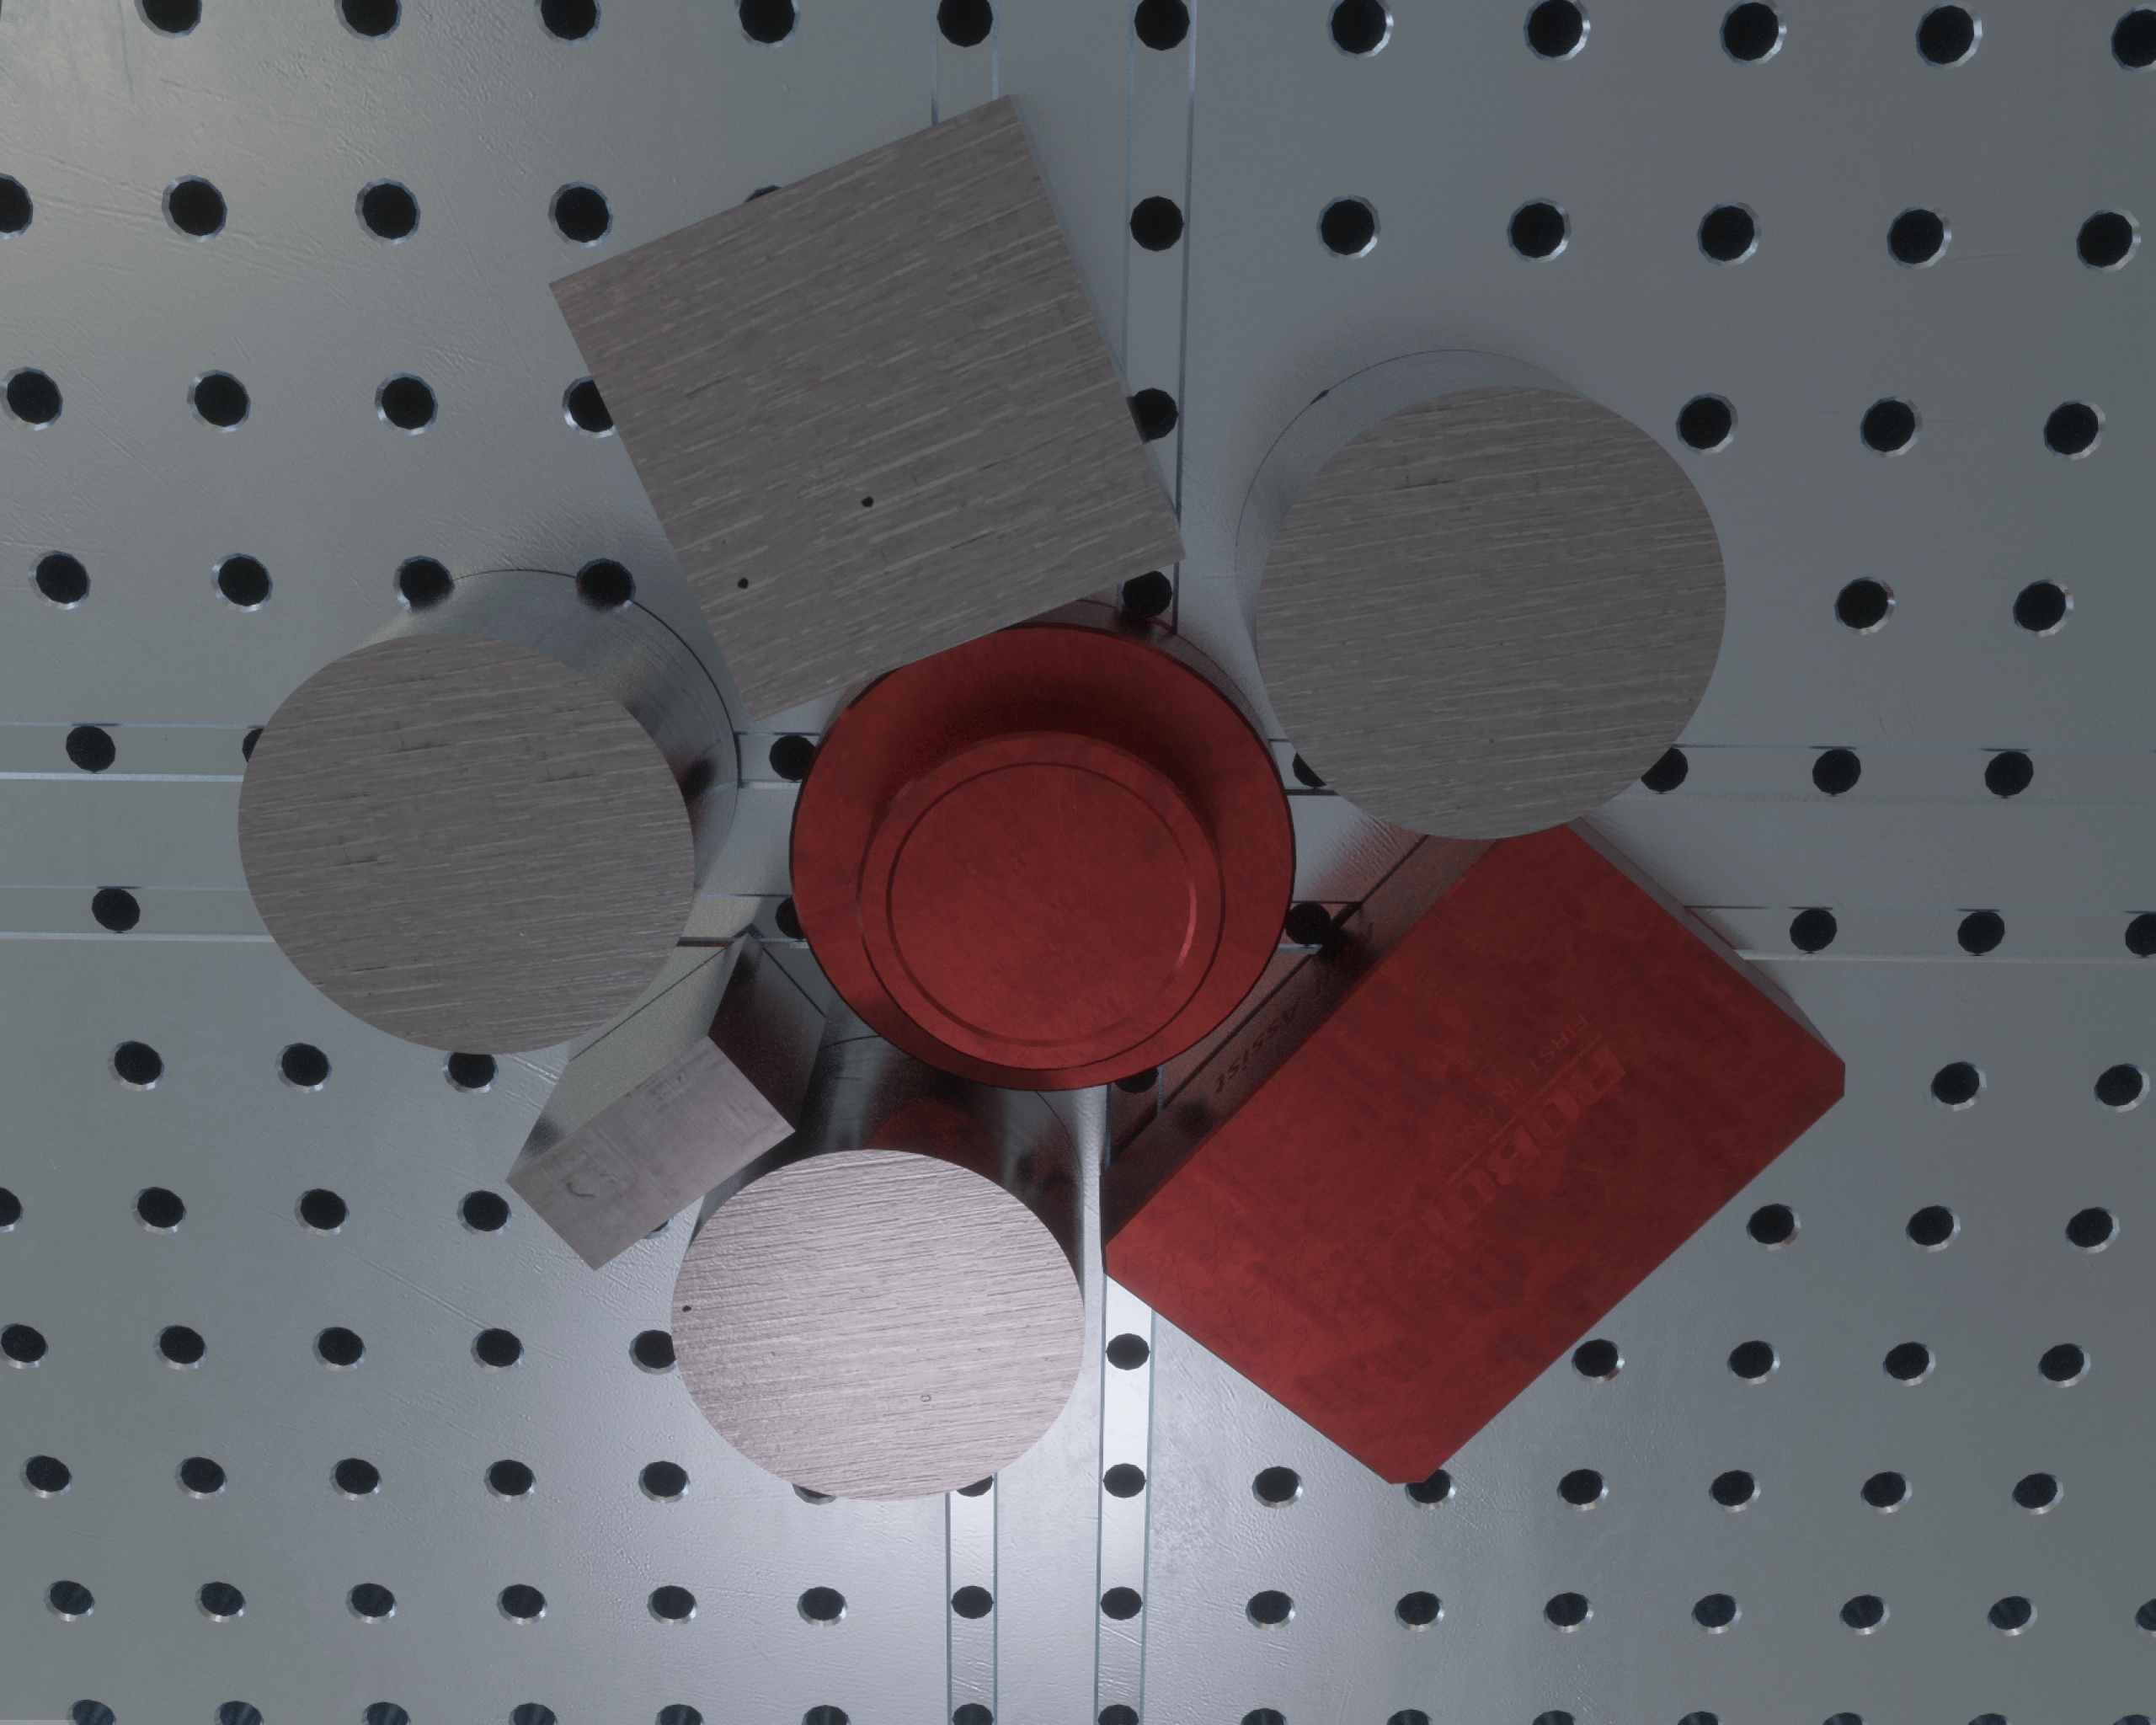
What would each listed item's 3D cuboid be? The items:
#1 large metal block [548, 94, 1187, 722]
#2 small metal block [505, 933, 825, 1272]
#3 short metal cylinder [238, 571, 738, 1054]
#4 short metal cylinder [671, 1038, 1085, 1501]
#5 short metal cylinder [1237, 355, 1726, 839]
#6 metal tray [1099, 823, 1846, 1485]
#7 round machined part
[{"bbox_3d":[-0.034,-0.081,0.370,0.080,0.050,0.080,-20,109,7],"label":"large metal block"},{"bbox_3d":[-0.080,0.047,0.415,0.050,0.050,0.025,-35,106,12],"label":"small metal block"},{"bbox_3d":[-0.108,-0.011,0.394,0.081,0.050,0.079,0,110,0],"label":"short metal cylinder"},{"bbox_3d":[-0.039,0.083,0.429,0.081,0.050,0.079,0,110,0],"label":"short metal cylinder"},{"bbox_3d":[0.071,-0.050,0.381,0.081,0.050,0.079,0,110,0],"label":"short metal cylinder"},{"bbox_3d":[0.078,0.057,0.431,0.090,0.030,0.130,39,105,-13],"label":"metal tray"},{"bbox_3d":[-0.007,0.001,0.404,0.099,0.042,0.097,0,110,0],"label":"round machined part"}]
